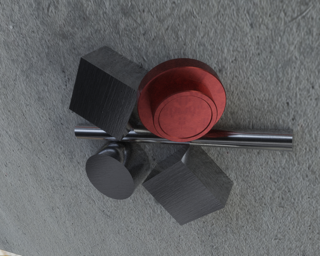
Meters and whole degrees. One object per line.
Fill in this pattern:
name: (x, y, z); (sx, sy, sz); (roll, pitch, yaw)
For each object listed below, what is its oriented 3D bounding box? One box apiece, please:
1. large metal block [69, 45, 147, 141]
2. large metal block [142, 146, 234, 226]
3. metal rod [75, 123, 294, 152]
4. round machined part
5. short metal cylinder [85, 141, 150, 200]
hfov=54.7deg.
large metal block: (-0.060, -0.044, 0.392); (0.080, 0.050, 0.079); (32, 128, 7)
large metal block: (0.037, 0.075, 0.418); (0.080, 0.050, 0.080); (48, 129, -6)
metal rod: (0.012, 0.009, 0.408); (0.301, 0.025, 0.025); (2, 119, 27)
round machined part: (0.024, -0.023, 0.339); (0.099, 0.042, 0.097); (-4, 129, -5)
short metal cylinder: (-0.062, 0.059, 0.459); (0.080, 0.050, 0.079); (13, 124, 20)
